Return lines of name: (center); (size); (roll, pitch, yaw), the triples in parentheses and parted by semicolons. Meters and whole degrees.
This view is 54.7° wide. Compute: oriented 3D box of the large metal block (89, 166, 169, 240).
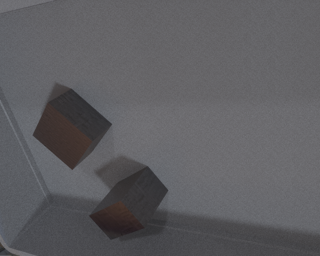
large metal block: (-0.046, 0.113, 0.467); (0.080, 0.080, 0.050); (-33, 100, 38)

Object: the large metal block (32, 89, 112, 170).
large metal block: (-0.132, 0.003, 0.464); (0.080, 0.050, 0.080); (41, 129, -1)
